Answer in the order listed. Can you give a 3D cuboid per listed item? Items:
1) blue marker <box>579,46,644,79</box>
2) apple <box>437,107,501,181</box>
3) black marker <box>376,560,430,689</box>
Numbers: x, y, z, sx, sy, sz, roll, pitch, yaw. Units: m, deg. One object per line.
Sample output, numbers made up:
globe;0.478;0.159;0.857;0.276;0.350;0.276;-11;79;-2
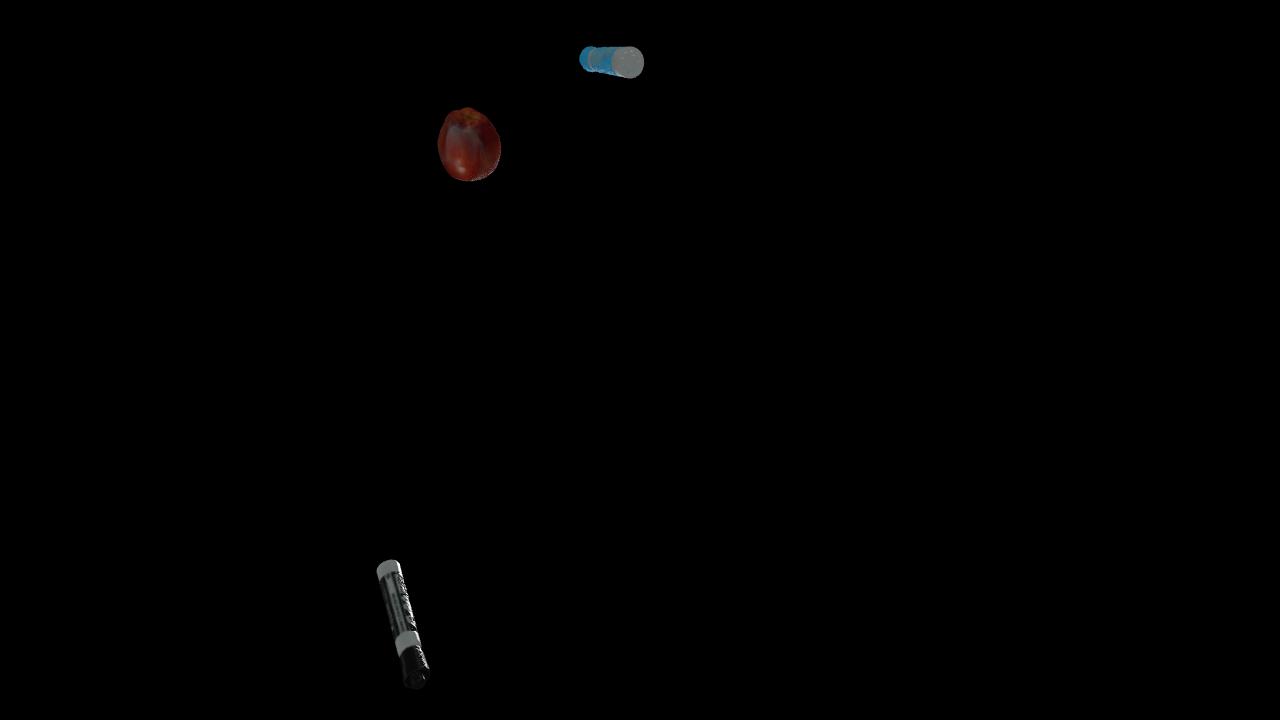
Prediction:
blue marker;-0.024;-0.218;0.448;0.020;0.020;0.121;0;26;-19
apple;-0.218;-0.273;0.787;0.079;0.079;0.093;0;-37;-15
black marker;-0.184;0.203;0.477;0.020;0.020;0.121;0;25;-33
